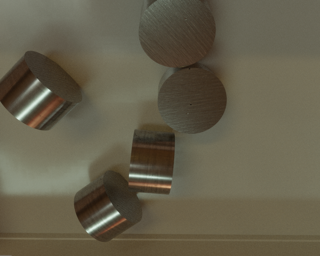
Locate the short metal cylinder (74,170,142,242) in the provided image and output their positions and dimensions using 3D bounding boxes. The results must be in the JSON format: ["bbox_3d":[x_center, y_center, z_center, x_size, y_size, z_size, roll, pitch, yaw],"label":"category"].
[{"bbox_3d":[-0.069,0.105,0.420,0.050,0.080,0.080,-36,106,12],"label":"short metal cylinder"}]

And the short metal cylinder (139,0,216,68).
[{"bbox_3d":[0.018,-0.115,0.343,0.081,0.050,0.079,0,130,0],"label":"short metal cylinder"}]

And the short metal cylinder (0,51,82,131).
[{"bbox_3d":[-0.140,-0.043,0.365,0.050,0.080,0.080,-41,105,13],"label":"short metal cylinder"}]

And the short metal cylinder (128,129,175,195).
[{"bbox_3d":[-0.011,0.043,0.398,0.050,0.080,0.079,5,110,-2],"label":"short metal cylinder"}]

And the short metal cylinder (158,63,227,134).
[{"bbox_3d":[0.037,-0.039,0.384,0.081,0.050,0.079,0,110,0],"label":"short metal cylinder"}]
